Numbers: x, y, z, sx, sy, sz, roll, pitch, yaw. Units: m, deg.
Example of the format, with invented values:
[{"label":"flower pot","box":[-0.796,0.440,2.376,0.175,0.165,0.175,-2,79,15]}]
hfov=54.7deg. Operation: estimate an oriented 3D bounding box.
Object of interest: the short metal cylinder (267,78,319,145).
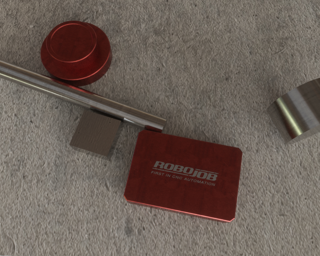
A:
[{"label":"short metal cylinder","box":[0.184,-0.020,0.388,0.080,0.080,0.050,-21,72,-8]}]

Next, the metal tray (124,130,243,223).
[{"label":"metal tray","box":[0.030,0.059,0.384,0.131,0.030,0.090,11,70,3]}]

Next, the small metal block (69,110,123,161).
[{"label":"small metal block","box":[-0.082,0.010,0.403,0.050,0.025,0.050,17,71,5]}]

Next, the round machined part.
[{"label":"round machined part","box":[-0.120,-0.112,0.438,0.099,0.042,0.098,0,70,-1]}]

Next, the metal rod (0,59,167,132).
[{"label":"metal rod","box":[-0.135,-0.051,0.425,0.301,0.025,0.025,20,71,6]}]
